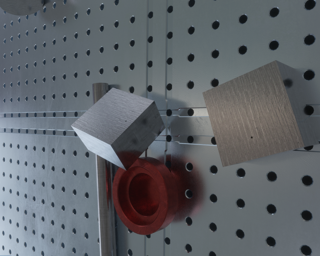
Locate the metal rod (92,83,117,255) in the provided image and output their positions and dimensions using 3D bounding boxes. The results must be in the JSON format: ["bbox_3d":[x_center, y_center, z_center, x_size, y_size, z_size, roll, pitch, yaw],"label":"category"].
[{"bbox_3d":[-0.085,0.080,0.479,0.025,0.025,0.298,-5,87,40],"label":"metal rod"}]

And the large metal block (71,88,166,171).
[{"bbox_3d":[-0.054,-0.002,0.410,0.080,0.080,0.050,21,148,38],"label":"large metal block"}]

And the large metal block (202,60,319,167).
[{"bbox_3d":[0.099,-0.011,0.311,0.080,0.050,0.080,-22,76,38],"label":"large metal block"}]

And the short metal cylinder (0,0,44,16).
[{"bbox_3d":[-0.272,-0.264,0.598,0.080,0.081,0.050,-29,72,36],"label":"short metal cylinder"}]

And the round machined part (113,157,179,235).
[{"bbox_3d":[-0.015,0.087,0.410,0.098,0.042,0.097,0,90,40],"label":"round machined part"}]
